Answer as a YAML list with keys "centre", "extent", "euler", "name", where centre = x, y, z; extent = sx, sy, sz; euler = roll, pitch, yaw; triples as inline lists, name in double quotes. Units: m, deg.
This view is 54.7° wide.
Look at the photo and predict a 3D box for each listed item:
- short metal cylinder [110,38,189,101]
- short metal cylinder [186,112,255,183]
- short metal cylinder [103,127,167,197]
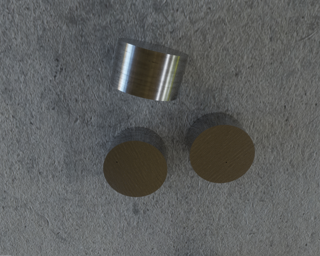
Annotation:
- centre: [-0.013, -0.068, 0.355]
  extent: [0.080, 0.080, 0.050]
  euler: [13, 110, -5]
  name: "short metal cylinder"
- centre: [0.077, 0.025, 0.406]
  extent: [0.081, 0.050, 0.079]
  euler: [0, 110, 0]
  name: "short metal cylinder"
- centre: [-0.031, 0.044, 0.412]
  extent: [0.081, 0.050, 0.079]
  euler: [0, 110, 0]
  name: "short metal cylinder"
